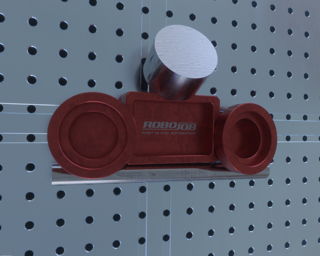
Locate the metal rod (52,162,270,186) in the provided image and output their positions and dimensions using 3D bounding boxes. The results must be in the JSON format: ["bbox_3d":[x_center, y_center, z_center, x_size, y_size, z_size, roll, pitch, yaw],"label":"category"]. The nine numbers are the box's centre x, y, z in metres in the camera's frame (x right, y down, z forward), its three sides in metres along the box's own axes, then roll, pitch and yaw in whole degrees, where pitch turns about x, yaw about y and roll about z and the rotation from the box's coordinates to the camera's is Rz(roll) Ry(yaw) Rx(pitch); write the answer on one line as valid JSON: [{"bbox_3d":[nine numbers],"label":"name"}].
[{"bbox_3d":[0.015,0.059,0.414,0.302,0.025,0.025,2,90,-20],"label":"metal rod"}]

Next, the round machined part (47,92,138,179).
[{"bbox_3d":[-0.078,0.009,0.366,0.099,0.042,0.097,1,87,-12],"label":"round machined part"}]

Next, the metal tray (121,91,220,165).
[{"bbox_3d":[0.015,0.001,0.411,0.131,0.030,0.089,1,90,-21],"label":"metal tray"}]

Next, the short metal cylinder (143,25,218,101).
[{"bbox_3d":[0.024,-0.081,0.389,0.081,0.050,0.080,9,61,-16],"label":"short metal cylinder"}]

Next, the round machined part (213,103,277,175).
[{"bbox_3d":[0.114,0.015,0.436,0.099,0.042,0.097,1,88,-28],"label":"round machined part"}]
